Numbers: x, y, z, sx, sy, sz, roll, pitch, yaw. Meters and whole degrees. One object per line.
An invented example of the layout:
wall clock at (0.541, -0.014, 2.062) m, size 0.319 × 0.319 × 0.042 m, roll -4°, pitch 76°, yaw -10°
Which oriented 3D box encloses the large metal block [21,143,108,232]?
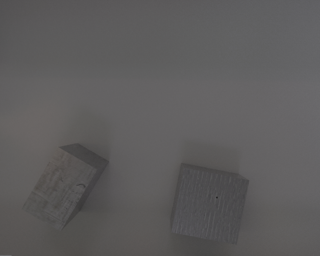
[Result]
large metal block at (-0.111, 0.068, 0.383) m, size 0.050 × 0.080 × 0.080 m, roll 31°, pitch 90°, yaw 0°

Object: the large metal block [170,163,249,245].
large metal block at (0.061, 0.095, 0.399) m, size 0.080 × 0.050 × 0.080 m, roll 11°, pitch 90°, yaw 0°
